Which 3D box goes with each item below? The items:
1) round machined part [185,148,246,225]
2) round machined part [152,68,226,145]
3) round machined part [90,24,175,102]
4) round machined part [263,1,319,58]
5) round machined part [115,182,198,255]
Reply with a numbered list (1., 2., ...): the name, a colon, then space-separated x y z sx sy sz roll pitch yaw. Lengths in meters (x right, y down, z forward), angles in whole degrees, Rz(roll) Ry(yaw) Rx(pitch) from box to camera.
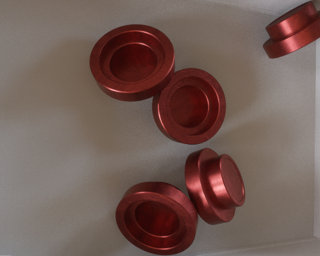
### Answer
1. round machined part: 0.076 0.072 0.401 0.098 0.042 0.098 38 40 -41
2. round machined part: 0.035 -0.028 0.412 0.099 0.042 0.097 -1 92 -23
3. round machined part: -0.031 -0.074 0.374 0.099 0.042 0.098 -2 65 4
4. round machined part: 0.192 -0.144 0.442 0.098 0.098 0.042 -37 102 -16
5. round machined part: -0.001 0.106 0.383 0.098 0.042 0.097 7 118 13
